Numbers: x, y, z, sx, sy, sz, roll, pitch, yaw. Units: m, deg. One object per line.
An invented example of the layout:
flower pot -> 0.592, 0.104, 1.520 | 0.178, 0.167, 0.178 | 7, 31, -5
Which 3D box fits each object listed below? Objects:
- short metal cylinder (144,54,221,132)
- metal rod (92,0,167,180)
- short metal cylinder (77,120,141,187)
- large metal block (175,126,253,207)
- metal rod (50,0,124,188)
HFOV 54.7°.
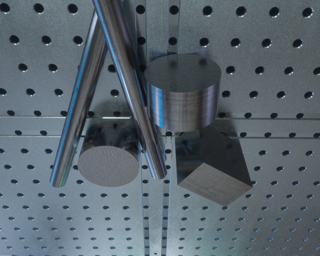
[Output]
short metal cylinder -> 0.025, -0.041, 0.341 | 0.080, 0.080, 0.050 | -2, 130, 1
metal rod -> -0.027, -0.033, 0.363 | 0.025, 0.025, 0.299 | -8, 136, 6
short metal cylinder -> -0.067, 0.036, 0.425 | 0.081, 0.050, 0.079 | 0, 130, 0
large metal block -> 0.069, 0.047, 0.416 | 0.080, 0.080, 0.050 | 28, 125, -22
metal rod -> -0.103, -0.023, 0.390 | 0.025, 0.025, 0.298 | 17, 128, -14
